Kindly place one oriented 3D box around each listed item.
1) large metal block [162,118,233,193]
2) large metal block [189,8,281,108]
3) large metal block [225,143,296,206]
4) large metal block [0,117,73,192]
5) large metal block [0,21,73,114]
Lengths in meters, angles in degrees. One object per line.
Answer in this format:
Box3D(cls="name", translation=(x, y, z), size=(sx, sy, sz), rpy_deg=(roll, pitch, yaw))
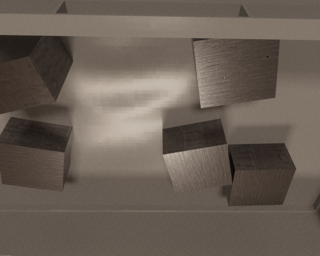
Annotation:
Box3D(cls="large metal block", translation=(0.052, 0.040, 0.428), size=(0.080, 0.050, 0.080), rpy_deg=(-10, 130, 8))
Box3D(cls="large metal block", translation=(0.078, -0.073, 0.332), size=(0.080, 0.050, 0.080), rpy_deg=(-8, 130, 6))
Box3D(cls="large metal block", translation=(0.141, 0.069, 0.454), size=(0.081, 0.050, 0.079), rpy_deg=(-2, 130, 0))
Box3D(cls="large metal block", translation=(-0.167, 0.037, 0.422), size=(0.081, 0.050, 0.079), rpy_deg=(10, 130, -9))
Box3D(cls="large metal block", translation=(-0.146, -0.061, 0.318), size=(0.080, 0.080, 0.050), rpy_deg=(-11, 129, 9))
